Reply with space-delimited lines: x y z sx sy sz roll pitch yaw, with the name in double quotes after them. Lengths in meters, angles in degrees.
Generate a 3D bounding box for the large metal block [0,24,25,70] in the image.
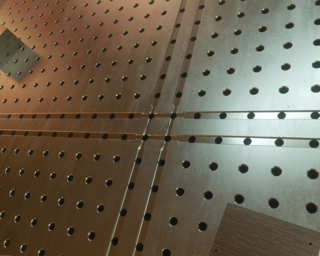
-0.371 -0.190 0.706 0.080 0.050 0.080 32 80 38 "large metal block"

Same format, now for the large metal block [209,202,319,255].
0.090 0.122 0.271 0.080 0.050 0.080 12 68 33 "large metal block"
